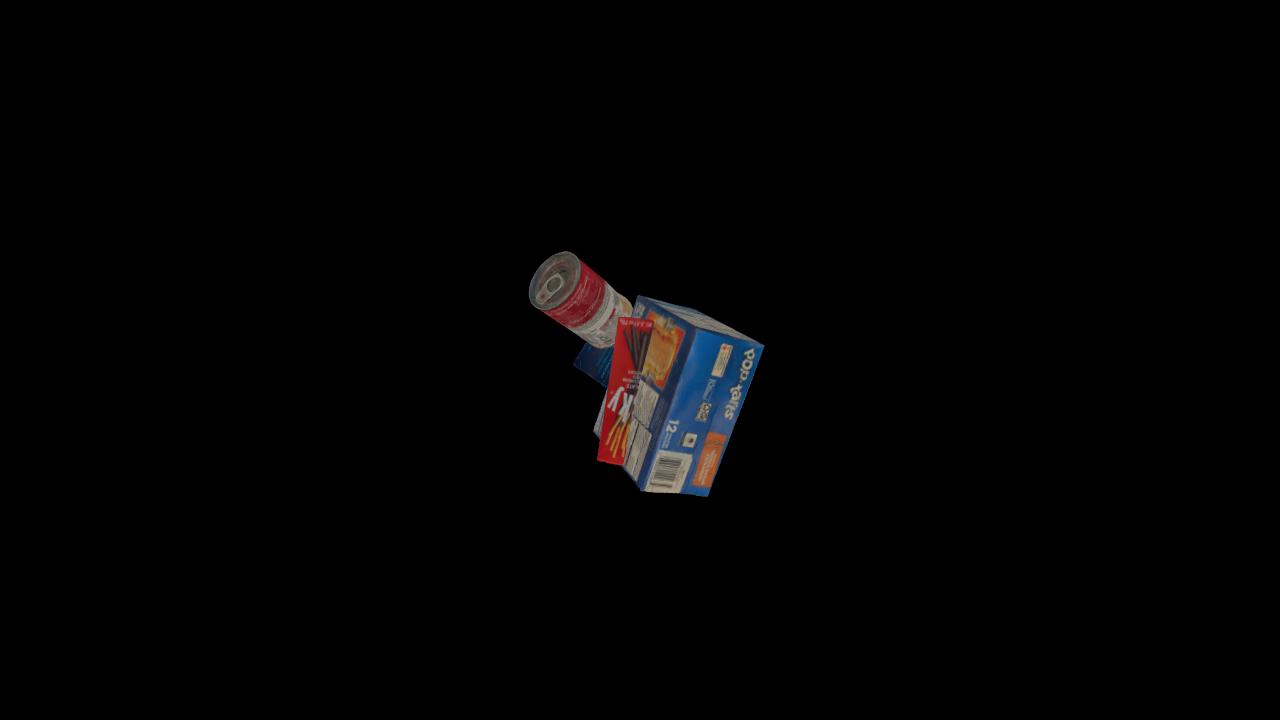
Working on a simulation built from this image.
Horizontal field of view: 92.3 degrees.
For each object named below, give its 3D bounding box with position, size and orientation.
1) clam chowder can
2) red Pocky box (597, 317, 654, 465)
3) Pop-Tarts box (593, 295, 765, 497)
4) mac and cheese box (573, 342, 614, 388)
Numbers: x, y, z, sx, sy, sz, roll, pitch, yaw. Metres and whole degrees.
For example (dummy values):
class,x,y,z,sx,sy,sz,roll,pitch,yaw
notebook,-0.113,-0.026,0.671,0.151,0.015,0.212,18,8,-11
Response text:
class,x,y,z,sx,sy,sz,roll,pitch,yaw
clam chowder can,-0.060,-0.061,0.660,0.068,0.068,0.102,0,-23,37
red Pocky box,0.007,0.035,0.632,0.083,0.155,0.028,7,-3,25
Pop-Tarts box,0.033,0.034,0.642,0.083,0.167,0.141,13,12,-28
mac and cheese box,0.016,0.015,0.737,0.184,0.093,0.041,33,1,25
